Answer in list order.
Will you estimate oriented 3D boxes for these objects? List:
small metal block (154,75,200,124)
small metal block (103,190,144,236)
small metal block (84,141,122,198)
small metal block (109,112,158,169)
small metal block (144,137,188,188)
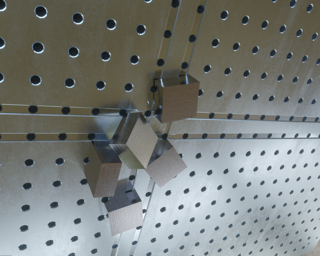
[{"bbox_3d":[0.021,-0.037,0.399,0.050,0.025,0.050,-12,123,-22],"label":"small metal block"},{"bbox_3d":[-0.054,0.126,0.459,0.050,0.025,0.050,-15,125,-20],"label":"small metal block"},{"bbox_3d":[-0.072,0.050,0.386,0.025,0.050,0.050,3,117,-30],"label":"small metal block"},{"bbox_3d":[-0.031,0.016,0.386,0.050,0.025,0.050,58,41,-39],"label":"small metal block"},{"bbox_3d":[0.004,0.050,0.444,0.050,0.025,0.050,-37,129,-3],"label":"small metal block"}]
